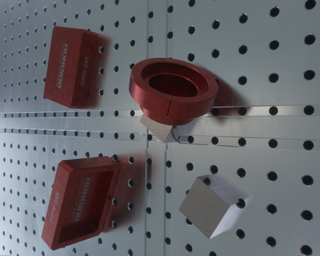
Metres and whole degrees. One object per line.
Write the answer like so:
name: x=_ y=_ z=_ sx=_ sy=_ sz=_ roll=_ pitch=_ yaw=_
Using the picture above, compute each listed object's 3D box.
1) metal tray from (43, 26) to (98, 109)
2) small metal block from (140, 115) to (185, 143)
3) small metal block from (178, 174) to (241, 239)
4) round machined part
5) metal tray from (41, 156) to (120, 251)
metal tray: x=-0.157 y=-0.105 z=0.536 sx=0.090 sy=0.030 sz=0.129 roll=20 pitch=102 yaw=38
small metal block: x=0.007 y=-0.016 z=0.404 sx=0.050 sy=0.025 sz=0.050 roll=41 pitch=115 yaw=32
small metal block: x=0.057 y=0.091 z=0.362 sx=0.050 sy=0.025 sz=0.050 roll=39 pitch=114 yaw=33
round machined part: x=0.013 y=-0.039 z=0.355 sx=0.098 sy=0.099 sz=0.042 roll=41 pitch=136 yaw=32
metal tray: x=-0.117 y=0.109 z=0.463 sx=0.030 sy=0.091 sz=0.129 roll=28 pitch=107 yaw=36
